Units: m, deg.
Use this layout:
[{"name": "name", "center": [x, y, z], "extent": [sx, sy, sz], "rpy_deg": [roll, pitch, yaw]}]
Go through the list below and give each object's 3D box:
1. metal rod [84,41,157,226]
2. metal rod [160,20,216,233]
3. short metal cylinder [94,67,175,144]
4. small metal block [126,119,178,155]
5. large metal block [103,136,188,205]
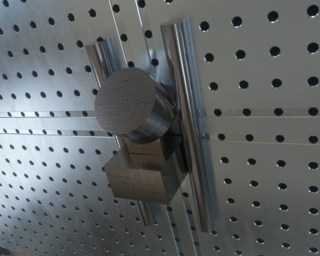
[{"name": "metal rod", "center": [-0.050, 0.024, 0.452], "extent": [0.025, 0.025, 0.298], "rpy_deg": [1, 119, 28]}, {"name": "metal rod", "center": [0.042, 0.017, 0.400], "extent": [0.025, 0.025, 0.298], "rpy_deg": [2, 119, 27]}, {"name": "short metal cylinder", "center": [-0.030, -0.025, 0.368], "extent": [0.080, 0.050, 0.080], "rpy_deg": [-8, 71, 25]}, {"name": "small metal block", "center": [-0.010, 0.010, 0.406], "extent": [0.050, 0.050, 0.025], "rpy_deg": [1, 119, 27]}, {"name": "large metal block", "center": [-0.013, 0.051, 0.411], "extent": [0.080, 0.080, 0.050], "rpy_deg": [1, 119, 28]}]
